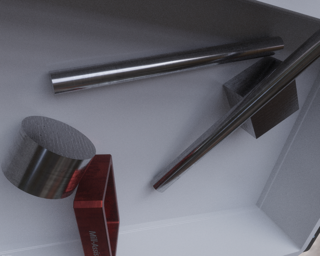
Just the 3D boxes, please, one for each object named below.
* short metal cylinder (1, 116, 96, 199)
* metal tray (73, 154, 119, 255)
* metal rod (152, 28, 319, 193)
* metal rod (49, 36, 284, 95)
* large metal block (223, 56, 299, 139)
[{"bbox_3d":[-0.116,0.030,0.329,0.080,0.080,0.050,21,107,-37],"label":"short metal cylinder"},{"bbox_3d":[-0.075,0.109,0.391,0.030,0.090,0.129,-1,122,0],"label":"metal tray"},{"bbox_3d":[0.094,-0.010,0.402,0.025,0.025,0.299,25,121,-37],"label":"metal rod"},{"bbox_3d":[0.025,-0.080,0.374,0.302,0.025,0.025,-14,124,-21],"label":"metal rod"},{"bbox_3d":[0.148,-0.045,0.448,0.080,0.050,0.080,-34,129,-6],"label":"large metal block"}]
